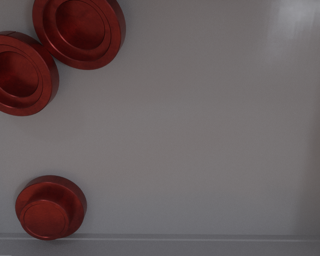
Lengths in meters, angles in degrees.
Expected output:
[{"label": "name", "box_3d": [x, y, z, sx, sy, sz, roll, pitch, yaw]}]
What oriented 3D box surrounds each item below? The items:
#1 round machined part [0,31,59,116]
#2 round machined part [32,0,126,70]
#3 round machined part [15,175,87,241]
[{"label": "round machined part", "box_3d": [-0.168, -0.067, 0.370, 0.099, 0.042, 0.097, 3, 118, 6]}, {"label": "round machined part", "box_3d": [-0.086, -0.118, 0.346, 0.098, 0.042, 0.097, 6, 130, 8]}, {"label": "round machined part", "box_3d": [-0.159, 0.121, 0.445, 0.099, 0.042, 0.097, 0, 110, 0]}]
